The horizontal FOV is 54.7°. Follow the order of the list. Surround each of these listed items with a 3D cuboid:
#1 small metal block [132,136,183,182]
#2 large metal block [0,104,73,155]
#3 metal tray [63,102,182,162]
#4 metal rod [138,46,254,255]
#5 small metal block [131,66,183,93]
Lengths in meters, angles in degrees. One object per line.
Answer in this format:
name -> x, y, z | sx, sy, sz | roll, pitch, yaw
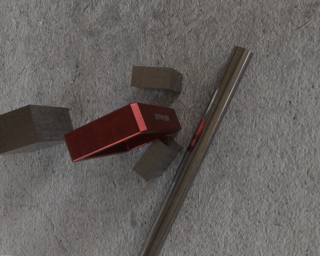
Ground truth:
small metal block -> -0.001, 0.038, 0.395 | 0.025, 0.050, 0.050 | 40, 103, 15
large metal block -> -0.183, 0.004, 0.442 | 0.080, 0.080, 0.050 | -16, 85, 19
metal tray -> -0.036, 0.005, 0.365 | 0.090, 0.130, 0.030 | -23, 83, 18
metal rod -> 0.041, 0.041, 0.393 | 0.025, 0.025, 0.298 | 26, 98, 17
small metal block -> -0.003, -0.061, 0.396 | 0.050, 0.050, 0.025 | 7, 93, 19
